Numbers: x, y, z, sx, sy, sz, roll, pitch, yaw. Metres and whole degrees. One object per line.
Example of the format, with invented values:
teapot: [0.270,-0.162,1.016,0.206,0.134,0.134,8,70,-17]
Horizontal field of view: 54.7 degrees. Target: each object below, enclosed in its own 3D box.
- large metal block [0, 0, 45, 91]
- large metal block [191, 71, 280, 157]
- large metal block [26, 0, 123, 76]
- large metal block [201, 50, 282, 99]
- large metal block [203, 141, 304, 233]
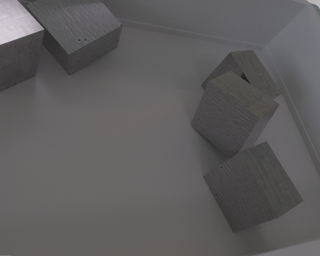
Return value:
large metal block: [-0.177,-0.099,0.335,0.080,0.080,0.050,47,51,4]
large metal block: [0.098,-0.017,0.420,0.050,0.079,0.080,-28,59,-37]
large metal block: [-0.108,-0.128,0.398,0.080,0.050,0.080,-38,84,-24]
large metal block: [0.120,-0.060,0.471,0.050,0.080,0.080,-15,70,-34]
large metal block: [0.111,0.074,0.385,0.050,0.080,0.080,-16,70,-34]
